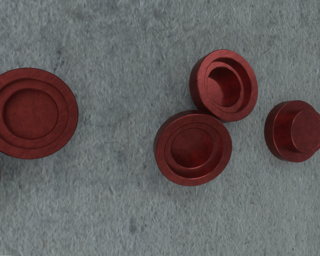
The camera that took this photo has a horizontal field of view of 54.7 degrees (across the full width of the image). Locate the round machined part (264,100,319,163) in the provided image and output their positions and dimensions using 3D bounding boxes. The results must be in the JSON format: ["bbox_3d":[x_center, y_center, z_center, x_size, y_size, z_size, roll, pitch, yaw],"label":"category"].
[{"bbox_3d":[0.216,0.005,0.482,0.099,0.042,0.097,0,90,-21],"label":"round machined part"}]

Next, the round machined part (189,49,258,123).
[{"bbox_3d":[0.083,-0.055,0.427,0.099,0.042,0.097,3,82,-24],"label":"round machined part"}]

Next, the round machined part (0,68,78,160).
[{"bbox_3d":[-0.144,-0.015,0.347,0.099,0.042,0.097,0,90,-21],"label":"round machined part"}]

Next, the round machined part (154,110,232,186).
[{"bbox_3d":[0.040,0.023,0.405,0.099,0.042,0.097,-3,108,-9],"label":"round machined part"}]
